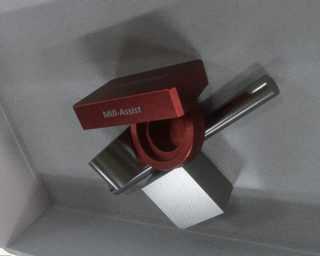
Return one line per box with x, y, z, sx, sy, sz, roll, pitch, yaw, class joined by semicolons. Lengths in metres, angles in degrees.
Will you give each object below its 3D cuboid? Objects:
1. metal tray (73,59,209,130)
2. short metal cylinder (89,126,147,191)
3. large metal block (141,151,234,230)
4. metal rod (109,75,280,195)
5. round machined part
-0.021;-0.037;0.350;0.130;0.090;0.030;-7;115;30;metal tray
-0.049;0.038;0.419;0.050;0.080;0.080;48;129;-5;short metal cylinder
0.037;0.081;0.418;0.080;0.050;0.080;48;129;-6;large metal block
0.021;0.026;0.410;0.025;0.025;0.299;48;128;-6;metal rod
0.014;-0.001;0.369;0.098;0.042;0.097;4;96;42;round machined part
